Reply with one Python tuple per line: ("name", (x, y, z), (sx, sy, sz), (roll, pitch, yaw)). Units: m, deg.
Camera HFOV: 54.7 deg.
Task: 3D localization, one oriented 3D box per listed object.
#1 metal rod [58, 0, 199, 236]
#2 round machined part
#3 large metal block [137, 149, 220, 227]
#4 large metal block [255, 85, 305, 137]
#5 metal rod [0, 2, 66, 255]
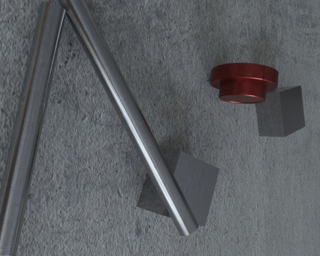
("metal rod", (-0.033, -0.015, 0.341), (0.025, 0.025, 0.299), (-32, 99, -36))
("round machined part", (0.124, -0.063, 0.464), (0.099, 0.098, 0.042), (10, 84, -40))
("large metal block", (0.026, 0.079, 0.413), (0.080, 0.050, 0.080), (27, 73, -37))
("large metal block", (0.226, -0.032, 0.581), (0.081, 0.050, 0.079), (-18, 101, -39))
("metal rod", (-0.131, 0.025, 0.295), (0.025, 0.025, 0.298), (15, 81, -39))
